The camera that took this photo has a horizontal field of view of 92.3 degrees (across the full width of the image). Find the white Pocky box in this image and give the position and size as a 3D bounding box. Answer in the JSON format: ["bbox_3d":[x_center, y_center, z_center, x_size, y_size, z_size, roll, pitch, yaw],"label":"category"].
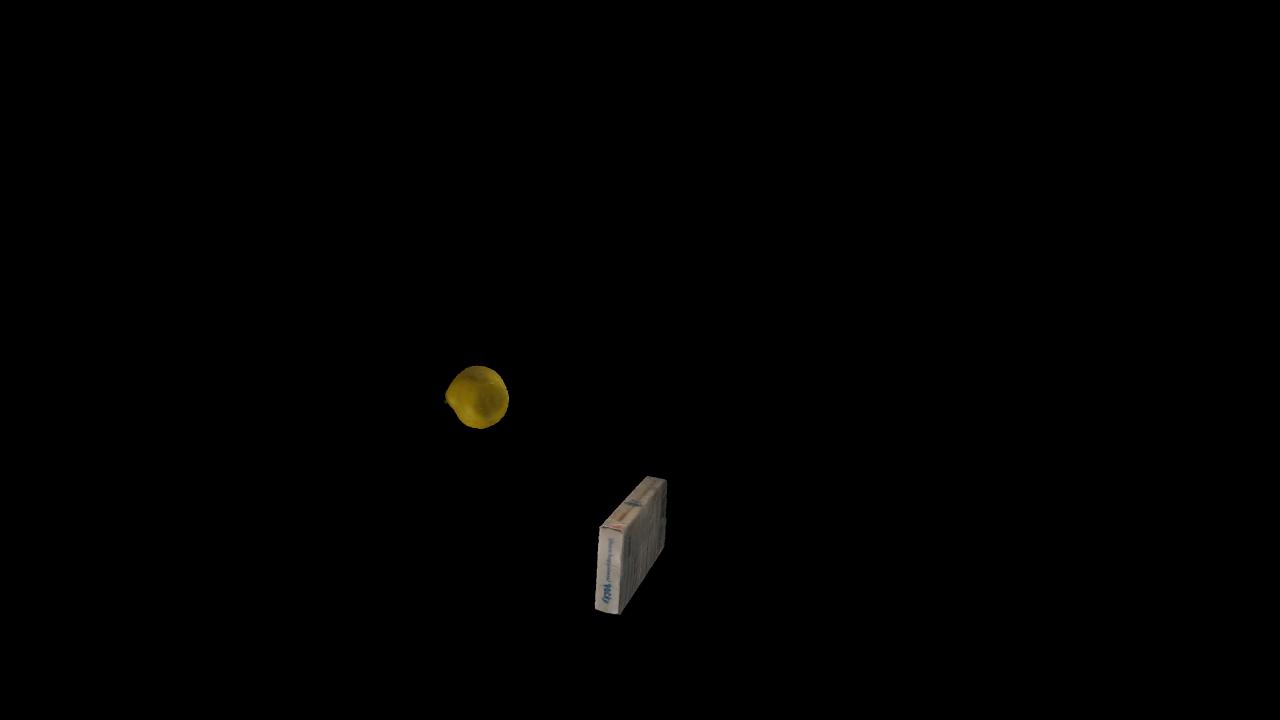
[{"bbox_3d":[-0.005,0.181,0.625,0.028,0.084,0.154,6,9,17],"label":"white Pocky box"}]

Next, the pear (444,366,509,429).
[{"bbox_3d":[-0.222,0.044,0.797,0.111,0.080,0.080,10,6,39],"label":"pear"}]
